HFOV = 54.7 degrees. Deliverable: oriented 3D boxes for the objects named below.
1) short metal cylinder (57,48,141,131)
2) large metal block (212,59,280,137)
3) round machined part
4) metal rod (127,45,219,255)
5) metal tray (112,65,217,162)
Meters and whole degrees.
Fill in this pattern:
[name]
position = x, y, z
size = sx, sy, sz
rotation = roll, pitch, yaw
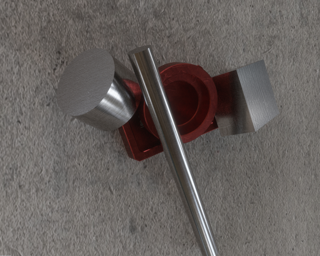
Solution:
[short metal cylinder]
position = -0.068, -0.042, 0.350
size = 0.050, 0.080, 0.080
rotation = 34, 76, -54
[large metal block]
position = 0.113, -0.042, 0.422
size = 0.081, 0.050, 0.080
rotation = -26, 100, -45
[round machined part]
position = 0.018, -0.032, 0.383
size = 0.099, 0.042, 0.097
rotation = -7, 108, -23
[metal rod]
position = 0.025, 0.048, 0.374
size = 0.025, 0.025, 0.298
rotation = -29, 117, -18
[metal tray]
position = 0.008, -0.021, 0.411
size = 0.131, 0.030, 0.090
rotation = -22, 98, -19
